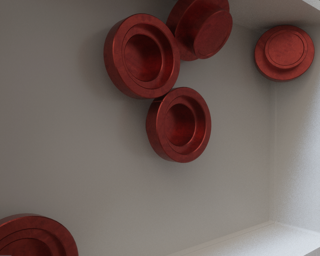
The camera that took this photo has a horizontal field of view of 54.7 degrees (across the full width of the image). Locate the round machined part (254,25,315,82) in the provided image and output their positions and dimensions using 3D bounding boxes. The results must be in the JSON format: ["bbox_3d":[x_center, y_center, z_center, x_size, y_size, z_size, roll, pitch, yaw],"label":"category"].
[{"bbox_3d":[0.215,-0.131,0.535,0.042,0.098,0.097,12,80,-77],"label":"round machined part"}]

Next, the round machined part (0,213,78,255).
[{"bbox_3d":[-0.129,0.128,0.283,0.099,0.042,0.097,6,81,-39],"label":"round machined part"}]

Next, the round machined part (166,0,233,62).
[{"bbox_3d":[0.057,-0.131,0.410,0.099,0.042,0.097,-30,147,-23],"label":"round machined part"}]

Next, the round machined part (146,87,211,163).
[{"bbox_3d":[0.020,-0.004,0.412,0.099,0.042,0.097,0,90,-40],"label":"round machined part"}]

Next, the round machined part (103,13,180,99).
[{"bbox_3d":[-0.025,-0.083,0.374,0.099,0.042,0.097,0,90,-40],"label":"round machined part"}]
